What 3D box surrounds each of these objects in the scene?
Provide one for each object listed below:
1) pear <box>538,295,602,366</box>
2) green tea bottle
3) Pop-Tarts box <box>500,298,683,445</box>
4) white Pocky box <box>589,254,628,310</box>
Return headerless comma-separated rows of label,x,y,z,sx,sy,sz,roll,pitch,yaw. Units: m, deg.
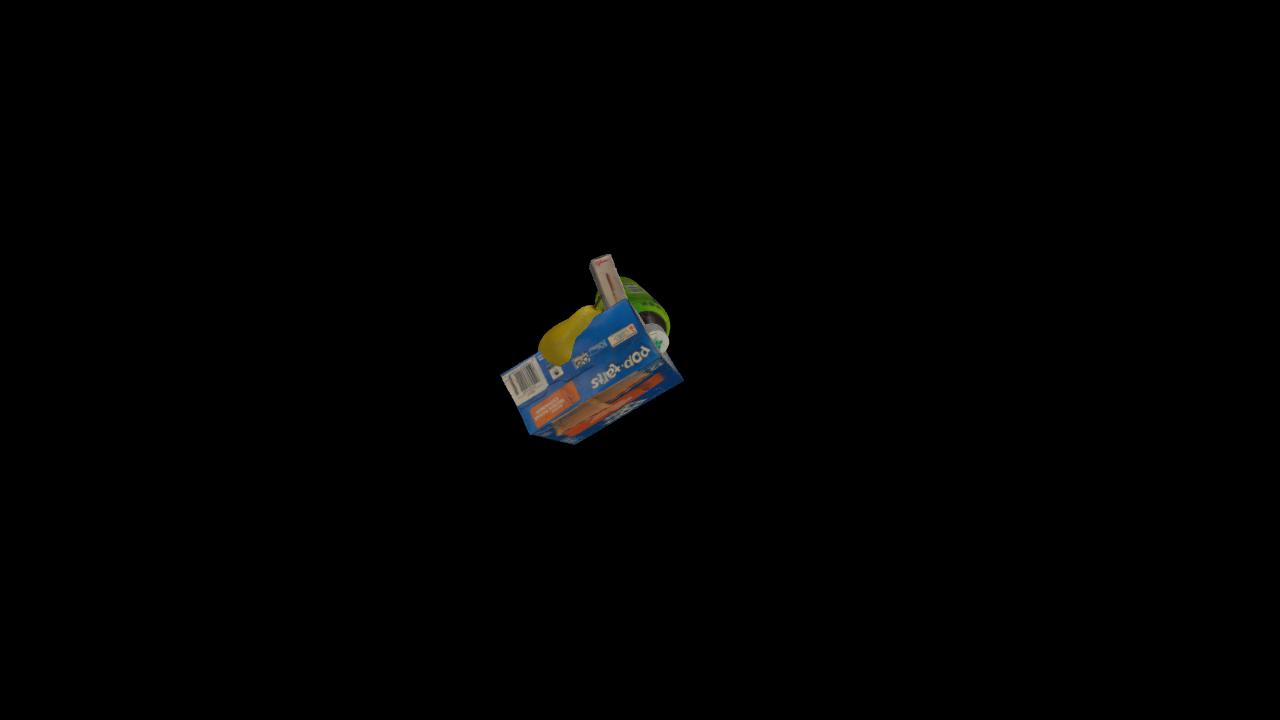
pear,-0.067,-0.027,0.695,0.080,0.111,0.080,30,13,-7
green tea bottle,-0.007,-0.053,0.770,0.073,0.073,0.212,0,17,-14
Pop-Tarts box,-0.050,0.022,0.725,0.167,0.083,0.141,-30,-18,6
white Pocky box,-0.023,-0.050,0.749,0.028,0.154,0.084,-21,6,-4
